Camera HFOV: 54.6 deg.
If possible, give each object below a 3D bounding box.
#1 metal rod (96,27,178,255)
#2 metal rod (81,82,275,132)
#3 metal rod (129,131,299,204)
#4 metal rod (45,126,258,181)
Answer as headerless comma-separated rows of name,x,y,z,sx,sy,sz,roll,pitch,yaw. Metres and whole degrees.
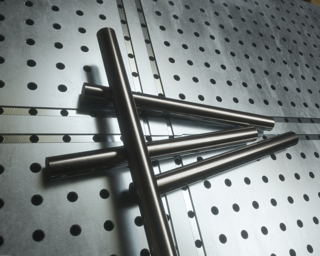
metal rod,-0.031,0.007,0.352,0.025,0.025,0.299,-3,63,-30
metal rod,0.041,-0.025,0.445,0.302,0.025,0.025,8,58,-24
metal rod,0.095,0.045,0.430,0.302,0.025,0.025,-13,68,-33
metal rod,0.013,0.026,0.398,0.302,0.025,0.025,-7,66,-31
